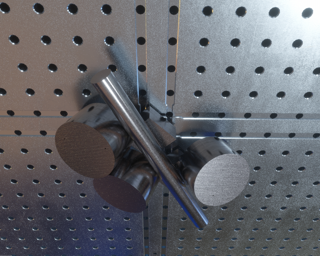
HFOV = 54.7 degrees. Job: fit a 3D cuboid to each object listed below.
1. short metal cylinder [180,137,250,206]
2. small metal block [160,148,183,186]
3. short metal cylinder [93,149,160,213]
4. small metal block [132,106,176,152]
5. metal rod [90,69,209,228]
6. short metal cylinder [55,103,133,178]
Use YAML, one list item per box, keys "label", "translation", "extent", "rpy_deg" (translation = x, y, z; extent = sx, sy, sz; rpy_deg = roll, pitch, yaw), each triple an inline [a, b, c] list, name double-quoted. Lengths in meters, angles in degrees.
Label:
- label: "short metal cylinder"
  translation: [0.074, 0.059, 0.424]
  extent: [0.081, 0.050, 0.079]
  rpy_deg: [-8, 116, -17]
- label: "small metal block"
  translation: [0.023, 0.064, 0.462]
  extent: [0.050, 0.025, 0.050]
  rpy_deg: [-33, 123, 24]
- label: "short metal cylinder"
  translation: [-0.046, 0.074, 0.435]
  extent: [0.080, 0.050, 0.079]
  rpy_deg: [16, 137, 16]
- label: "small metal block"
  translation: [-0.014, 0.006, 0.412]
  extent: [0.050, 0.025, 0.050]
  rpy_deg: [-36, 122, 26]
- label: "metal rod"
  translation: [0.002, 0.048, 0.414]
  extent: [0.025, 0.025, 0.299]
  rpy_deg: [-20, 127, 16]
- label: "short metal cylinder"
  translation: [-0.081, 0.015, 0.385]
  extent: [0.080, 0.050, 0.079]
  rpy_deg: [11, 123, 17]
